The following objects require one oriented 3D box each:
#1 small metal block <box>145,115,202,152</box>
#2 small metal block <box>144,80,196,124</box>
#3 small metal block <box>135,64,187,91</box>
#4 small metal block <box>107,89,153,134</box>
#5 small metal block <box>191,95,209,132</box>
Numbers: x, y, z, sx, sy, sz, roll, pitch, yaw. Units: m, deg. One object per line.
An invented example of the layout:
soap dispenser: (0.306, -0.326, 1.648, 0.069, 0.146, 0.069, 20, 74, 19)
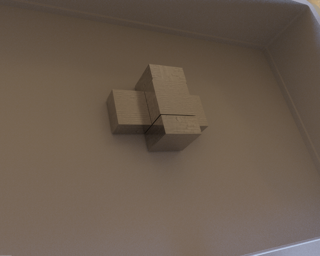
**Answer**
small metal block: (0.016, 0.007, 0.389, 0.050, 0.050, 0.025, 1, 62, -28)
small metal block: (0.012, -0.032, 0.396, 0.050, 0.025, 0.050, 1, 61, -28)
small metal block: (0.000, -0.059, 0.423, 0.050, 0.050, 0.025, 1, 62, -28)
small metal block: (-0.037, -0.020, 0.395, 0.050, 0.025, 0.050, 1, 61, -28)
small metal block: (0.034, -0.019, 0.433, 0.050, 0.025, 0.050, 1, 61, -28)
